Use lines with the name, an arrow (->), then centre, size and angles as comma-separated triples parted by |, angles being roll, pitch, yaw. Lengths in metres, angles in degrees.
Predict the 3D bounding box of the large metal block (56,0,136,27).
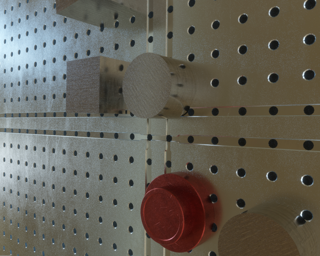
large metal block -> -0.094, -0.193, 0.452 | 0.080, 0.081, 0.050 | -8, 85, 40

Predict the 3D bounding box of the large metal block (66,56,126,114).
large metal block -> -0.099, -0.062, 0.475 | 0.080, 0.050, 0.079 | 3, 92, 40

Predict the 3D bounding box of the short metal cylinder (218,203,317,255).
short metal cylinder -> 0.105, 0.119, 0.306 | 0.080, 0.050, 0.080 | 0, 90, 40

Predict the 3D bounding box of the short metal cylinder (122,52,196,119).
short metal cylinder -> -0.002, -0.051, 0.395 | 0.080, 0.050, 0.080 | 0, 90, 40

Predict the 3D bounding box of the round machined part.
round machined part -> 0.014, 0.106, 0.387 | 0.098, 0.042, 0.097 | 0, 90, 40
